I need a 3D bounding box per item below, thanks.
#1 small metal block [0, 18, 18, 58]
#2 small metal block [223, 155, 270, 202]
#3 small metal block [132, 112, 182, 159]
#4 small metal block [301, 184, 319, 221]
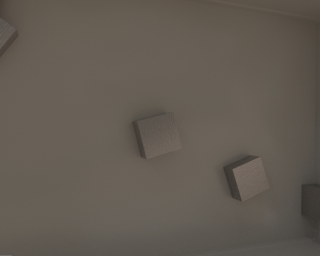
[{"bbox_3d":[-0.194,-0.102,0.339,0.050,0.025,0.050,37,78,-17],"label":"small metal block"},{"bbox_3d":[0.127,0.073,0.457,0.050,0.025,0.050,-20,97,-19],"label":"small metal block"},{"bbox_3d":[-0.004,0.009,0.409,0.050,0.025,0.050,-15,95,-19],"label":"small metal block"},{"bbox_3d":[0.253,0.118,0.490,0.025,0.050,0.050,1,90,-20],"label":"small metal block"}]
